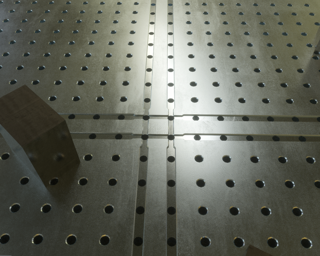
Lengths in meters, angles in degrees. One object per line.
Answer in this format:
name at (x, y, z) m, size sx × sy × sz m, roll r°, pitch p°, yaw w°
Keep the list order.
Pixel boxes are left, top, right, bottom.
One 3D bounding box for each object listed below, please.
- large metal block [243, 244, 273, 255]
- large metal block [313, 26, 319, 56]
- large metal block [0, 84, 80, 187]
large metal block at (0.094, 0.148, 0.248) m, size 0.080 × 0.080 × 0.050 m, roll 22°, pitch 54°, yaw 18°
large metal block at (0.302, -0.172, 0.518) m, size 0.050 × 0.080 × 0.080 m, roll 19°, pitch 53°, yaw 15°
large metal block at (-0.146, 0.009, 0.364) m, size 0.080 × 0.080 × 0.050 m, roll 36°, pitch 59°, yaw 26°
